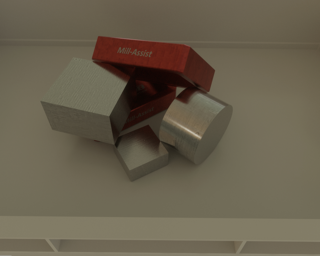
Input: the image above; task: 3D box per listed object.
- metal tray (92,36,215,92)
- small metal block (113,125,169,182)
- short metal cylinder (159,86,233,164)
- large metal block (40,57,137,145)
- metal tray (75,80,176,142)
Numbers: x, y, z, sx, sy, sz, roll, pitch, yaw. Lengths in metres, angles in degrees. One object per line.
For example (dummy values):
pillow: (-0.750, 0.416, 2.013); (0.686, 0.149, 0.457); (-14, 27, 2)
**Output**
metal tray: (-0.008, -0.080, 0.390); (0.130, 0.090, 0.030); (15, 89, 30)
small metal block: (-0.024, 0.030, 0.378); (0.050, 0.025, 0.050); (-23, 54, -19)
short metal cylinder: (0.044, -0.004, 0.372); (0.050, 0.080, 0.080); (32, 57, 24)
large metal block: (-0.080, -0.034, 0.373); (0.080, 0.050, 0.080); (13, 51, 10)
metal tray: (-0.054, -0.045, 0.436); (0.131, 0.030, 0.090); (-27, 55, -22)
